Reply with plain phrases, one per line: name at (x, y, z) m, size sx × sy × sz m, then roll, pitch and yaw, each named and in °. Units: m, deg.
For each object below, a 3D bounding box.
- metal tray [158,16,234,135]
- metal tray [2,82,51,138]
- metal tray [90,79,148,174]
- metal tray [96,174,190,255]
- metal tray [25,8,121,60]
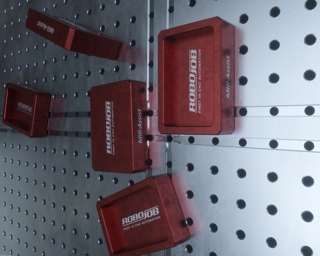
metal tray at (0.041, -0.057, 0.372) m, size 0.090 × 0.030 × 0.129 m, roll 0°, pitch 90°, yaw 40°
metal tray at (-0.277, -0.039, 0.636) m, size 0.130 × 0.030 × 0.089 m, roll 18°, pitch 101°, yaw 38°
metal tray at (-0.063, -0.001, 0.459) m, size 0.090 × 0.030 × 0.129 m, roll -3°, pitch 88°, yaw 40°
metal tray at (-0.029, 0.127, 0.431) m, size 0.130 × 0.030 × 0.090 m, roll -30°, pitch 71°, yaw 36°
metal tray at (-0.135, -0.145, 0.480) m, size 0.130 × 0.091 × 0.030 m, roll 32°, pitch 110°, yaw 35°
